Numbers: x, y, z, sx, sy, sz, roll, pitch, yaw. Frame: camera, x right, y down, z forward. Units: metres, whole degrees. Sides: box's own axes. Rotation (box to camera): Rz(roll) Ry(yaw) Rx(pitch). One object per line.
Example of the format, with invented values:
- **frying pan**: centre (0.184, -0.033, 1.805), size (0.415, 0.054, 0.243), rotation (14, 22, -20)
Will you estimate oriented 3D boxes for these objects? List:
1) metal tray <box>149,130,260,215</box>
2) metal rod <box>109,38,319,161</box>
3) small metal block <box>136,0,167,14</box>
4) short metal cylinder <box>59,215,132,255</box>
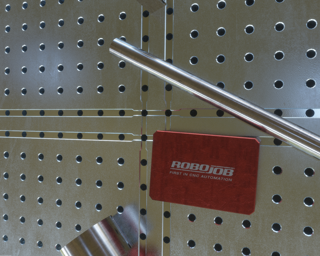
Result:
- **metal tray**: centre (0.055, 0.052, 0.390), size (0.130, 0.030, 0.089), rotation (4, 91, 19)
- **metal rod**: centre (0.063, -0.044, 0.390), size (0.301, 0.025, 0.025), rotation (29, 100, 17)
- **small metal block**: centre (-0.019, -0.186, 0.405), size (0.025, 0.050, 0.050), rotation (-24, 82, 18)
- **short metal cylinder**: centre (-0.085, 0.161, 0.412), size (0.080, 0.080, 0.050), rotation (-39, 78, 15)
